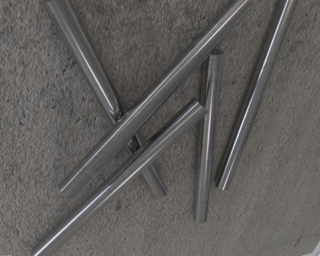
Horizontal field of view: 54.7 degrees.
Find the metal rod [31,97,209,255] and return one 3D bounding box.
[{"bbox_3d":[-0.058,0.073,0.394,0.299,0.025,0.025,-43,130,11],"label":"metal rod"}]

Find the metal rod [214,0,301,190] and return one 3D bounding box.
[{"bbox_3d":[0.136,-0.034,0.459,0.025,0.025,0.298,-1,119,-28],"label":"metal rod"}]

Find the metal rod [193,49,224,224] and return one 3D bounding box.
[{"bbox_3d":[0.069,0.032,0.463,0.025,0.025,0.298,-14,125,-21],"label":"metal rod"}]

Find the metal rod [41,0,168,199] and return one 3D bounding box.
[{"bbox_3d":[-0.048,-0.012,0.372,0.025,0.025,0.299,-31,129,-9],"label":"metal rod"}]

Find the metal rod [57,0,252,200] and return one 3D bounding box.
[{"bbox_3d":[-0.002,-0.039,0.356,0.300,0.025,0.025,-47,130,-5],"label":"metal rod"}]
